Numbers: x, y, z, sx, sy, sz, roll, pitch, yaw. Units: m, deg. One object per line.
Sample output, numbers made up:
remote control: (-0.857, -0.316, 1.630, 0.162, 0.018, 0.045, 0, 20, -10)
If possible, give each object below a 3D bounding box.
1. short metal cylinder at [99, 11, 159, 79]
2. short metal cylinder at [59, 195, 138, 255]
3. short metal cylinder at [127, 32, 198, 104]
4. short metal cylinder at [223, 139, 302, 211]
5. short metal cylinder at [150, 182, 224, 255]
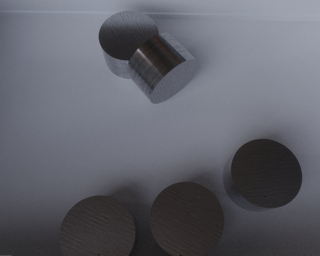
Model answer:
short metal cylinder: (-0.042, -0.117, 0.439, 0.081, 0.050, 0.080, 0, 70, 0)
short metal cylinder: (-0.066, 0.120, 0.352, 0.081, 0.050, 0.080, 0, 70, 0)
short metal cylinder: (0.004, -0.078, 0.409, 0.080, 0.080, 0.050, -37, 74, -12)
short metal cylinder: (0.121, 0.059, 0.376, 0.081, 0.050, 0.080, 0, 70, 0)
short metal cylinder: (0.029, 0.106, 0.358, 0.081, 0.050, 0.080, 0, 70, 0)
